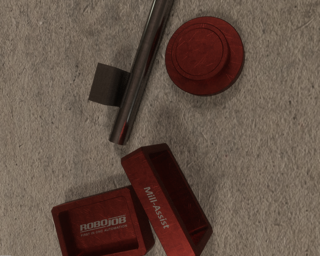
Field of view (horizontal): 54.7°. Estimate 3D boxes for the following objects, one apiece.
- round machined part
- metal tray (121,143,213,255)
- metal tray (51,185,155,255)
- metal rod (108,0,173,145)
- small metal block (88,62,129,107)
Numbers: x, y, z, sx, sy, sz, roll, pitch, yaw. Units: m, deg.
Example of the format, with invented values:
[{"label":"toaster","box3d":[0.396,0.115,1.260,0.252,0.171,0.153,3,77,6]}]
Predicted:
[{"label":"round machined part","box3d":[0.052,-0.089,0.381,0.098,0.042,0.097,0,90,19]},{"label":"metal tray","box3d":[0.012,0.083,0.369,0.030,0.090,0.130,-31,80,17]},{"label":"metal tray","box3d":[-0.081,0.138,0.433,0.130,0.030,0.090,-18,84,18]},{"label":"metal rod","box3d":[-0.012,-0.121,0.412,0.025,0.025,0.298,21,97,18]},{"label":"small metal block","box3d":[-0.066,-0.057,0.418,0.025,0.050,0.050,18,96,19]}]
